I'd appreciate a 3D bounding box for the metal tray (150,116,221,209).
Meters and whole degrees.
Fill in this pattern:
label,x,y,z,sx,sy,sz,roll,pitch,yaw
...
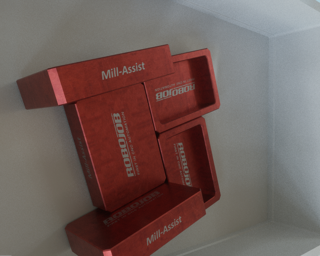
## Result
label,x,y,z,sx,sy,sz,roll,pitch,yaw
metal tray,0.035,0.057,0.433,0.091,0.030,0.129,-22,104,-38

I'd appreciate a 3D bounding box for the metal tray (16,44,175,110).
label,x,y,z,sx,sy,sz,roll,pitch,yaw
metal tray,-0.061,-0.052,0.310,0.131,0.090,0.030,-23,105,-38

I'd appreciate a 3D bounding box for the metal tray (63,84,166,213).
label,x,y,z,sx,sy,sz,roll,pitch,yaw
metal tray,-0.048,0.019,0.361,0.091,0.030,0.129,-22,104,-38

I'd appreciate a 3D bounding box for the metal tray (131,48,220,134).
label,x,y,z,sx,sy,sz,roll,pitch,yaw
metal tray,0.024,-0.054,0.423,0.131,0.030,0.089,-22,104,-38

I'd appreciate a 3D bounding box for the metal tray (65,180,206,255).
label,x,y,z,sx,sy,sz,roll,pitch,yaw
metal tray,-0.025,0.101,0.342,0.131,0.090,0.030,-22,105,-38
